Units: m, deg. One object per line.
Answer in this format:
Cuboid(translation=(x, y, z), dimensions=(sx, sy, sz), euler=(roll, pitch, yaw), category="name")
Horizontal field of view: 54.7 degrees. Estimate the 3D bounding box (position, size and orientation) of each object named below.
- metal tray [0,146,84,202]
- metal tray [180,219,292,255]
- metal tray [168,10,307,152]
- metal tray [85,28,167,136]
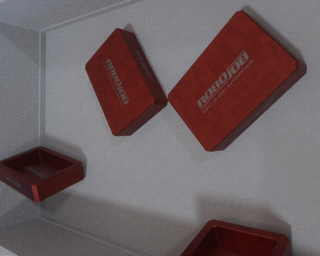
Cuboid(translation=(-0.204, 0.073, 0.524), dimensions=(0.130, 0.091, 0.030), euler=(13, 116, 37), category="metal tray")
Cuboid(translation=(0.058, 0.143, 0.288), dimensions=(0.090, 0.131, 0.030), euler=(0, 112, 39), category="metal tray")
Cuboid(translation=(0.077, -0.047, 0.339), dimensions=(0.129, 0.030, 0.090), euler=(-49, 61, 28), category="metal tray")
Cuboid(translation=(-0.053, -0.064, 0.445), dimensions=(0.090, 0.030, 0.130), euler=(-39, 67, 33), category="metal tray")
